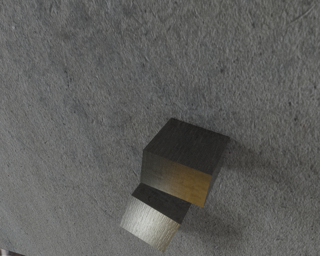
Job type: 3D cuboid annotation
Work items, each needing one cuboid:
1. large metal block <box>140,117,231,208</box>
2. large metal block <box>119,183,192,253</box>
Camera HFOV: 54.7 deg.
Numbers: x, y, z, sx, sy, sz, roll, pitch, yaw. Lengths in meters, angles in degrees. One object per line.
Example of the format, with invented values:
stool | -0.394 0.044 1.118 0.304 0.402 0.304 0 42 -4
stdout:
large metal block | 0.032 0.038 0.378 0.080 0.080 0.050 19 126 17
large metal block | -0.007 0.131 0.476 0.080 0.050 0.079 29 128 10
